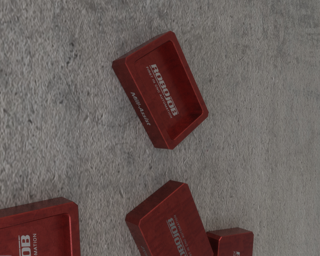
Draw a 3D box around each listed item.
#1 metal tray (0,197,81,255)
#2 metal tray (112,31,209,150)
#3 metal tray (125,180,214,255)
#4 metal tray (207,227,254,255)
[{"bbox_3d":[-0.124,0.140,0.297,0.091,0.030,0.129,-4,93,-40],"label":"metal tray"},{"bbox_3d":[0.006,-0.048,0.405,0.090,0.030,0.130,-41,115,-32],"label":"metal tray"},{"bbox_3d":[0.017,0.148,0.416,0.091,0.030,0.129,-33,110,-35],"label":"metal tray"},{"bbox_3d":[0.106,0.230,0.491,0.091,0.030,0.129,9,84,-40],"label":"metal tray"}]
